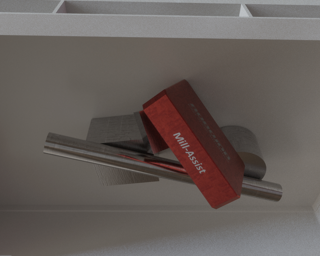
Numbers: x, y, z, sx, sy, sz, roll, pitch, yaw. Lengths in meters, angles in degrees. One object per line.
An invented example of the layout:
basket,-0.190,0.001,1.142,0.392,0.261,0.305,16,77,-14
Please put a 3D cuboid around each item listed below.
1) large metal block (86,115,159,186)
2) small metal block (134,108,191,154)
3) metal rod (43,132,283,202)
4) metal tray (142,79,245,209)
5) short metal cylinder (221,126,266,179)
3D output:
large metal block,-0.046,0.030,0.416,0.080,0.050,0.080,-6,130,4
small metal block,0.003,-0.003,0.361,0.050,0.025,0.050,-20,97,-18
metal rod,0.014,0.052,0.385,0.302,0.025,0.025,14,129,-12
metal tray,0.043,0.012,0.343,0.030,0.090,0.130,-34,93,24
short metal cylinder,0.100,0.044,0.430,0.081,0.050,0.079,0,130,0
